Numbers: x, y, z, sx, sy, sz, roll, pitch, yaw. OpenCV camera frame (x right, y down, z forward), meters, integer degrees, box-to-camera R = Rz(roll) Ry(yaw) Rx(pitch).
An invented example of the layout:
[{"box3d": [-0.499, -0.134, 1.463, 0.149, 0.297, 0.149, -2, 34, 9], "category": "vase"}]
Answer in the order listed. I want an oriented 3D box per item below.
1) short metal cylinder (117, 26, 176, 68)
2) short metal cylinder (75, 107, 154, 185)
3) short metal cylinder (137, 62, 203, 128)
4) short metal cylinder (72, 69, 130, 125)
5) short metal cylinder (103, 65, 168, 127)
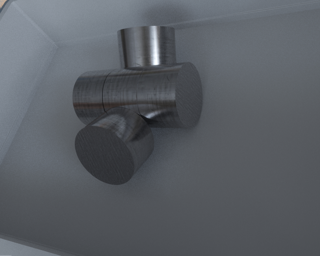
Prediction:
[{"box3d": [-0.018, -0.111, 0.437, 0.080, 0.080, 0.050, 2, 101, 29], "category": "short metal cylinder"}, {"box3d": [-0.054, 0.021, 0.374, 0.080, 0.080, 0.050, 0, 28, 28], "category": "short metal cylinder"}, {"box3d": [0.015, -0.040, 0.385, 0.050, 0.080, 0.080, 1, 62, 29], "category": "short metal cylinder"}, {"box3d": [-0.074, -0.041, 0.433, 0.050, 0.080, 0.080, 1, 62, 29], "category": "short metal cylinder"}, {"box3d": [-0.030, -0.041, 0.409, 0.050, 0.080, 0.080, 1, 62, 29], "category": "short metal cylinder"}]
